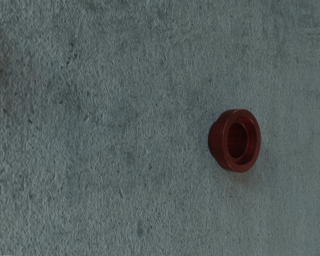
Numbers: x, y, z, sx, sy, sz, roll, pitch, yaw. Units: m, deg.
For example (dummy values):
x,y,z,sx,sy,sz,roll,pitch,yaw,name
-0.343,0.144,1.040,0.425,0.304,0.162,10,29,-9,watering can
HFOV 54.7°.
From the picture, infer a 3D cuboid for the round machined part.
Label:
x,y,z,sx,sy,sz,roll,pitch,yaw,name
0.113,0.019,0.488,0.099,0.042,0.097,0,90,-40,round machined part
